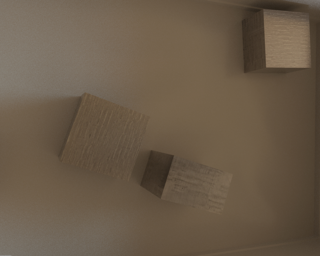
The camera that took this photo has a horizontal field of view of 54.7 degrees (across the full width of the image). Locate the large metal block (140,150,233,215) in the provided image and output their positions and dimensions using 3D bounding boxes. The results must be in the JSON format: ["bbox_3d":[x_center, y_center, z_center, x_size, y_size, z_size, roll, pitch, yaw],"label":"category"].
[{"bbox_3d":[0.030,0.066,0.392,0.081,0.080,0.050,19,84,-19],"label":"large metal block"}]

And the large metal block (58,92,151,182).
[{"bbox_3d":[-0.068,0.011,0.372,0.080,0.050,0.080,20,83,-19],"label":"large metal block"}]

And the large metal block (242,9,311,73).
[{"bbox_3d":[0.172,-0.125,0.460,0.081,0.050,0.079,-4,91,-20],"label":"large metal block"}]
